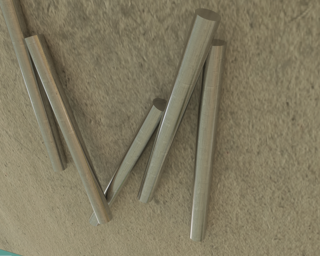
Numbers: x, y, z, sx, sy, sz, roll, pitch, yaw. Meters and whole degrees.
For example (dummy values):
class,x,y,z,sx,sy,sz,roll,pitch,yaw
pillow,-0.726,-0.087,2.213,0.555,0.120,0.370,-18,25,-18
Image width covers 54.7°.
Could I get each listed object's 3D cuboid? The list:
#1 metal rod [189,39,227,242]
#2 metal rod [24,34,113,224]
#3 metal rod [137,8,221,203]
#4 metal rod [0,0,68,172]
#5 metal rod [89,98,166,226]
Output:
class,x,y,z,sx,sy,sz,roll,pitch,yaw
metal rod,0.057,0.038,0.399,0.025,0.025,0.298,13,124,20
metal rod,-0.130,0.013,0.462,0.025,0.025,0.298,-6,110,30
metal rod,0.011,0.001,0.384,0.025,0.025,0.298,27,133,10
metal rod,-0.187,-0.061,0.464,0.025,0.025,0.298,8,122,23
metal rod,-0.058,0.070,0.479,0.025,0.025,0.298,35,129,4
